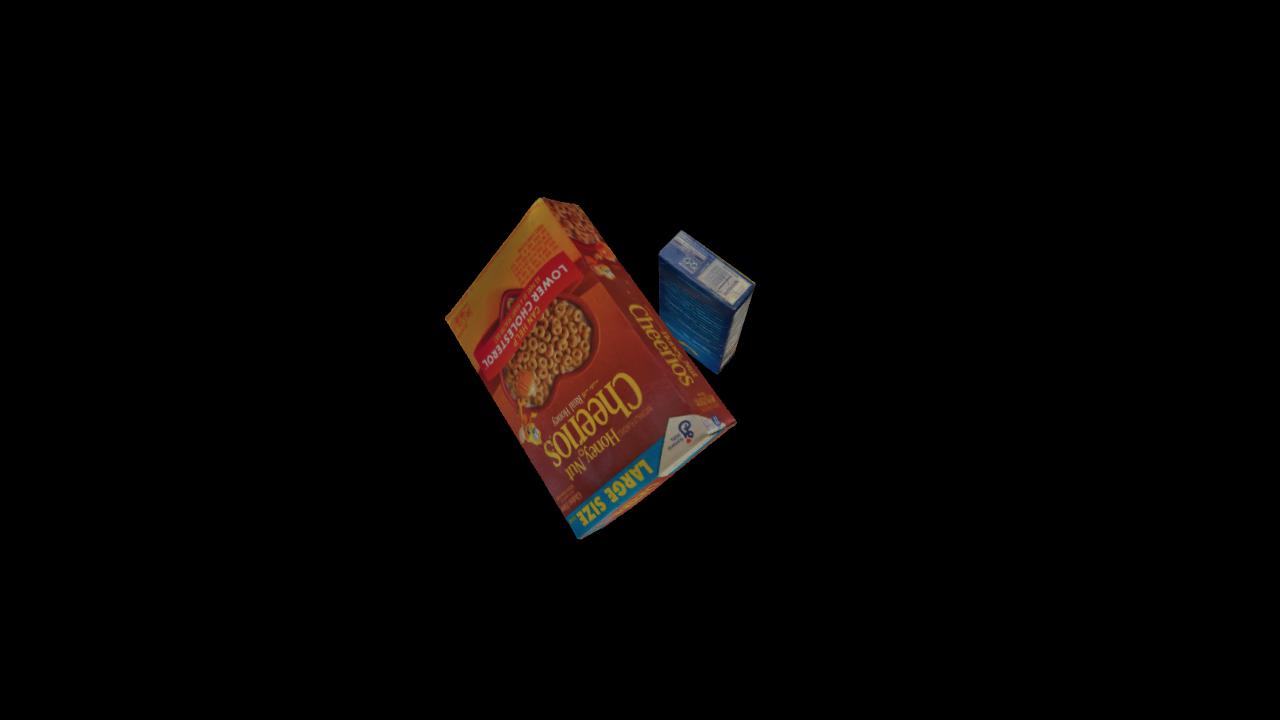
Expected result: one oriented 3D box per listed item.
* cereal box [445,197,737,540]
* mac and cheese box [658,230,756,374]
[{"bbox_3d":[-0.066,0.008,0.663,0.203,0.306,0.081,-43,-18,28],"label":"cereal box"},{"bbox_3d":[0.065,-0.053,0.653,0.093,0.041,0.184,37,-15,14],"label":"mac and cheese box"}]
